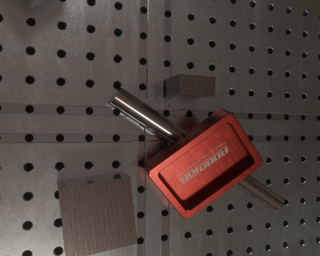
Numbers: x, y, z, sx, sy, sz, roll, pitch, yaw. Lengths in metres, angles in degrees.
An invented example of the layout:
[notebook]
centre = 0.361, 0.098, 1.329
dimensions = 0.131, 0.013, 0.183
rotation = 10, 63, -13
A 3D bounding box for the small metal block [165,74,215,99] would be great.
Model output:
[small metal block]
centre = 0.039, -0.054, 0.415
dimensions = 0.050, 0.050, 0.025
rotation = 1, 90, -20

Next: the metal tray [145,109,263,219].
[metal tray]
centre = 0.058, 0.047, 0.408
dimensions = 0.130, 0.030, 0.090
rotation = -36, 109, 0

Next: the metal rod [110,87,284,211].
[metal rod]
centre = 0.063, 0.038, 0.437
dimensions = 0.301, 0.025, 0.025
rotation = 34, 79, -17

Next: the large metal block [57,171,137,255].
[large metal block]
centre = -0.077, 0.100, 0.372
dimensions = 0.081, 0.050, 0.079
rotation = -6, 92, -20
